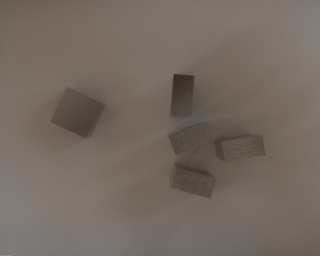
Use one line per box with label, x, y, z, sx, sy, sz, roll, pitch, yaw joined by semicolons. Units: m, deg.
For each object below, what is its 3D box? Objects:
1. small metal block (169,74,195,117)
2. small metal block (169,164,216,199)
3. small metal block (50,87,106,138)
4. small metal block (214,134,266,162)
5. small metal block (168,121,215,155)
small metal block;0.027;-0.040;0.399;0.025;0.050;0.050;5;90;0
small metal block;0.040;0.067;0.400;0.050;0.050;0.025;15;90;-1
small metal block;-0.108;-0.020;0.410;0.050;0.025;0.050;25;90;-1
small metal block;0.101;0.025;0.400;0.050;0.050;0.025;-9;90;0
small metal block;0.038;0.012;0.399;0.050;0.050;0.025;-21;90;0
